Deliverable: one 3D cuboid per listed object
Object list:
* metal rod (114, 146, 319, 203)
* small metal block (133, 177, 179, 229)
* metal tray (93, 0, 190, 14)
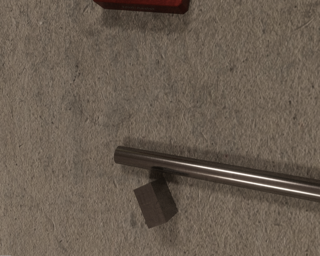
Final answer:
[{"bbox_3d":[0.083,0.057,0.379,0.301,0.025,0.025,8,93,19],"label":"metal rod"},{"bbox_3d":[-0.004,0.094,0.396,0.025,0.050,0.050,-25,82,18],"label":"small metal block"},{"bbox_3d":[-0.022,-0.205,0.412,0.130,0.030,0.089,11,94,19],"label":"metal tray"}]
